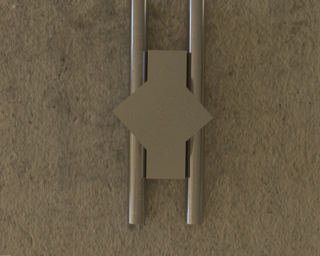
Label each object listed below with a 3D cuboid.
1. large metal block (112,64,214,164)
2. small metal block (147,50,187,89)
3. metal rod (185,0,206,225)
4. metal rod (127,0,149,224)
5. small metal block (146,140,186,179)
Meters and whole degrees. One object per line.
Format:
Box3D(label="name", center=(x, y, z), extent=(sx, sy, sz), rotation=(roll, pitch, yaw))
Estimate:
Box3D(label="large metal block", center=(0.003, -0.015, 0.372), extent=(0.080, 0.050, 0.080), rotation=(-41, 91, 0))
Box3D(label="small metal block", center=(0.009, -0.075, 0.410), extent=(0.050, 0.025, 0.050), rotation=(1, 90, -1))
Box3D(label="metal rod", center=(0.047, -0.024, 0.412), extent=(0.025, 0.025, 0.298), rotation=(1, 90, -1))
Box3D(label="metal rod", center=(-0.029, -0.025, 0.411), extent=(0.025, 0.025, 0.298), rotation=(1, 90, -1))
Box3D(label="small metal block", center=(0.008, 0.041, 0.410), extent=(0.050, 0.025, 0.050), rotation=(1, 90, -1))
